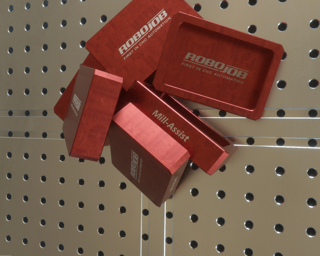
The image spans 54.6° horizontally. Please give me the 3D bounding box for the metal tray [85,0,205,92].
[{"bbox_3d":[-0.017,-0.114,0.397,0.130,0.030,0.090,-42,80,0],"label":"metal tray"}]

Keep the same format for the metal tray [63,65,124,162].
[{"bbox_3d":[-0.084,-0.024,0.362,0.030,0.130,0.090,16,97,-23],"label":"metal tray"}]

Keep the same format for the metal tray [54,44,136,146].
[{"bbox_3d":[-0.081,-0.048,0.439,0.090,0.030,0.130,40,103,14],"label":"metal tray"}]

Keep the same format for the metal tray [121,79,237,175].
[{"bbox_3d":[0.026,-0.003,0.368,0.130,0.090,0.030,40,103,15],"label":"metal tray"}]

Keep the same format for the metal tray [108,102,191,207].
[{"bbox_3d":[-0.018,0.037,0.368,0.090,0.129,0.030,40,64,15],"label":"metal tray"}]

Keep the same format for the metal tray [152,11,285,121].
[{"bbox_3d":[0.065,-0.070,0.361,0.131,0.030,0.090,17,96,-4],"label":"metal tray"}]
